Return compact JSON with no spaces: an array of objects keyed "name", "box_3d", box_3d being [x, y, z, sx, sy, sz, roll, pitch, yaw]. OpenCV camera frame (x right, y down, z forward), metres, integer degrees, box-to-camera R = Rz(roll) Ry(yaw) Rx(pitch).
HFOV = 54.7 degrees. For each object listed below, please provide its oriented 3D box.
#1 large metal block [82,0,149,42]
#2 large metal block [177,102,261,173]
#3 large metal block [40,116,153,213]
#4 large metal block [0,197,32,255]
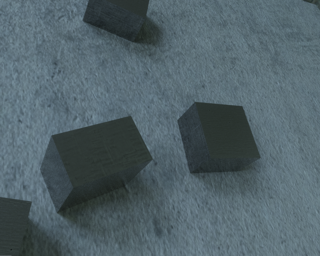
[{"name":"large metal block","box_3d":[-0.063,-0.190,0.471,0.081,0.050,0.080,19,54,-17]},{"name":"large metal block","box_3d":[0.078,0.014,0.423,0.081,0.050,0.080,2,61,-27]},{"name":"large metal block","box_3d":[-0.067,0.037,0.311,0.081,0.080,0.050,-16,71,-35]},{"name":"large metal block","box_3d":[-0.156,0.098,0.244,0.081,0.050,0.080,15,56,-20]}]
